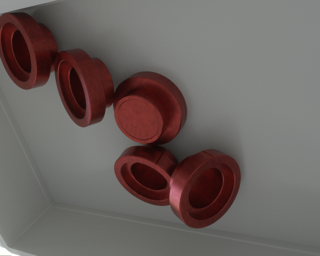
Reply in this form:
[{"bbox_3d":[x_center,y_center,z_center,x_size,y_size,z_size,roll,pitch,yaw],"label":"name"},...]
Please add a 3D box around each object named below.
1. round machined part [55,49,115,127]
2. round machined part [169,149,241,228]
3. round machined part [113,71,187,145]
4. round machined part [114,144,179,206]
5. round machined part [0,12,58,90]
[{"bbox_3d":[-0.094,-0.053,0.398,0.098,0.042,0.097,30,131,43],"label":"round machined part"},{"bbox_3d":[0.051,0.071,0.388,0.042,0.099,0.097,29,136,51],"label":"round machined part"},{"bbox_3d":[-0.019,-0.019,0.396,0.098,0.042,0.097,13,124,21],"label":"round machined part"},{"bbox_3d":[-0.011,0.061,0.434,0.098,0.042,0.097,17,135,18],"label":"round machined part"},{"bbox_3d":[-0.173,-0.104,0.414,0.098,0.042,0.097,20,121,36],"label":"round machined part"}]
